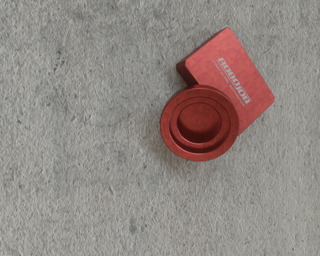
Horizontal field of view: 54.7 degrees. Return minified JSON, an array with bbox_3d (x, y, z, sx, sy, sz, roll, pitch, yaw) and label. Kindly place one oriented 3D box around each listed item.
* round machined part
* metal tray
[{"bbox_3d":[0.051,-0.009,0.405,0.099,0.042,0.097,2,110,4],"label":"round machined part"},{"bbox_3d":[0.096,-0.064,0.443,0.090,0.030,0.130,-41,103,-16],"label":"metal tray"}]
